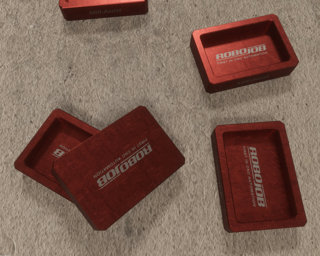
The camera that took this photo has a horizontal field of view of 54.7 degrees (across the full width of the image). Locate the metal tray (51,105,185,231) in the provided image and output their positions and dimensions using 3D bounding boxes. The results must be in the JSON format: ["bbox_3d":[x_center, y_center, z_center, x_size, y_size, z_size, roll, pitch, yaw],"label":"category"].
[{"bbox_3d":[-0.045,0.043,0.361,0.131,0.030,0.090,-36,87,-28],"label":"metal tray"}]

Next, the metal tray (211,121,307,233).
[{"bbox_3d":[0.118,0.059,0.385,0.091,0.030,0.129,-4,70,-2],"label":"metal tray"}]

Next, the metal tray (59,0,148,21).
[{"bbox_3d":[-0.088,-0.218,0.484,0.131,0.030,0.090,-6,70,-3],"label":"metal tray"}]

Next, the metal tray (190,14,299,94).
[{"bbox_3d":[0.118,-0.108,0.446,0.131,0.030,0.090,-14,71,-6],"label":"metal tray"}]

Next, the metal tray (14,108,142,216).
[{"bbox_3d":[-0.099,0.044,0.388,0.130,0.030,0.090,28,72,9],"label":"metal tray"}]
